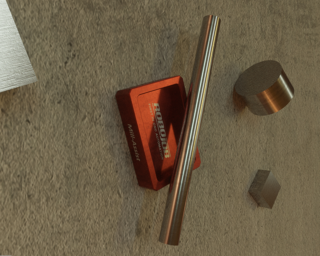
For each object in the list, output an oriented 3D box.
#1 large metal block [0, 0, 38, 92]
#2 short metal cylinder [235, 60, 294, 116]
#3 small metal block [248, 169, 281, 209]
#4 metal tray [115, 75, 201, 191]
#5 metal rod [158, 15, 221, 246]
[{"bbox_3d":[-0.162,-0.063,0.253,0.081,0.050,0.080,-28,108,-37],"label":"large metal block"},{"bbox_3d":[0.174,-0.067,0.518,0.050,0.080,0.080,46,63,-31],"label":"short metal cylinder"},{"bbox_3d":[0.194,0.113,0.571,0.050,0.025,0.050,50,60,-29],"label":"small metal block"},{"bbox_3d":[0.002,0.004,0.404,0.091,0.030,0.129,-22,104,-38],"label":"metal tray"},{"bbox_3d":[0.041,-0.005,0.401,0.025,0.025,0.299,20,77,-39],"label":"metal rod"}]
